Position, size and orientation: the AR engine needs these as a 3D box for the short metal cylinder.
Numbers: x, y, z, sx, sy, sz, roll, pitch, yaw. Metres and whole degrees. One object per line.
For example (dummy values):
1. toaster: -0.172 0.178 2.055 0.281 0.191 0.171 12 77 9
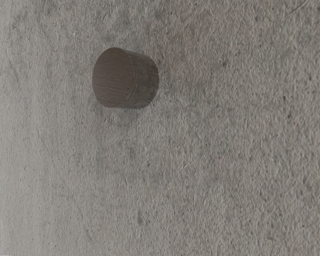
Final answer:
1. short metal cylinder: -0.048 -0.067 0.429 0.080 0.050 0.080 0 90 40
